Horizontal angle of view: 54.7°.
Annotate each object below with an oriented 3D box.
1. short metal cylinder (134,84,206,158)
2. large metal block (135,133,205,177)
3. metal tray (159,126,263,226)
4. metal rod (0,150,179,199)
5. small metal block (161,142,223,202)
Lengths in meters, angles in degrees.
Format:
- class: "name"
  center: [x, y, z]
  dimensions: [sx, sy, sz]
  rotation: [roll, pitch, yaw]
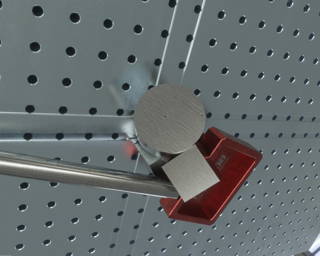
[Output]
- class: "short metal cylinder"
  center: [0.010, -0.007, 0.370]
  dimensions: [0.080, 0.080, 0.050]
  rotation: [-31, 171, -9]
- class: "large metal block"
  center: [0.023, 0.043, 0.434]
  dimensions: [0.080, 0.050, 0.080]
  rotation: [-31, 129, -9]
- class: "metal tray"
  center: [0.070, 0.070, 0.423]
  dimensions: [0.091, 0.030, 0.129]
  rotation: [23, 106, -37]
- class: "metal rod"
  center: [-0.116, 0.047, 0.340]
  dimensions: [0.302, 0.025, 0.025]
  rotation: [13, 112, -22]
- class: "small metal block"
  center: [0.039, 0.053, 0.373]
  dimensions: [0.050, 0.050, 0.025]
  rotation: [-36, 172, 17]
